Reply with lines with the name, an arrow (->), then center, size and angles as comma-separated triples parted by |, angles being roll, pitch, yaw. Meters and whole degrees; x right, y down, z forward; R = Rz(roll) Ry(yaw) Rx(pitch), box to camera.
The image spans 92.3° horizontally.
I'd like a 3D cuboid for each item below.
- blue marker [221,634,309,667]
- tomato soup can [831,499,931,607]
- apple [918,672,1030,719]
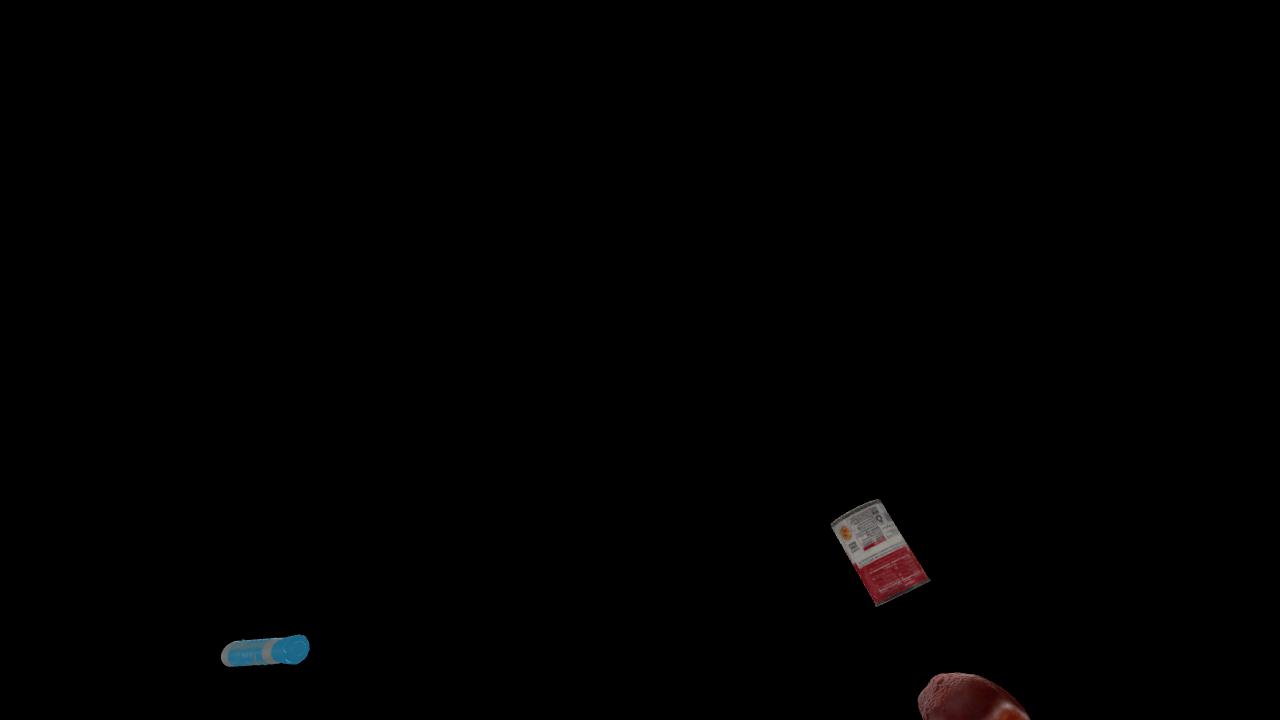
blue marker -> -0.279, 0.217, 0.457 | 0.121, 0.020, 0.020 | -22, -13, 35
tomato soup can -> 0.275, 0.221, 0.711 | 0.068, 0.101, 0.068 | -21, -27, -11
apple -> 0.287, 0.314, 0.531 | 0.079, 0.079, 0.093 | 0, -6, -19
